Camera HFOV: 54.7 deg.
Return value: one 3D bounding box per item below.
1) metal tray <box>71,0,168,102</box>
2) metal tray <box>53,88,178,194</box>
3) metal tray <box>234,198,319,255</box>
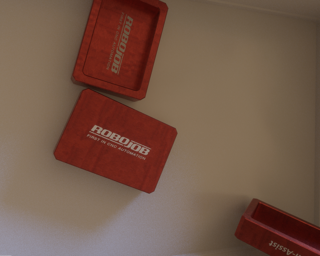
[{"bbox_3d":[-0.050,-0.107,0.389,0.091,0.030,0.129,16,85,-20],"label":"metal tray"},{"bbox_3d":[-0.053,0.018,0.388,0.131,0.030,0.090,25,82,-19],"label":"metal tray"},{"bbox_3d":[0.172,0.144,0.404,0.130,0.090,0.030,23,103,23],"label":"metal tray"}]
